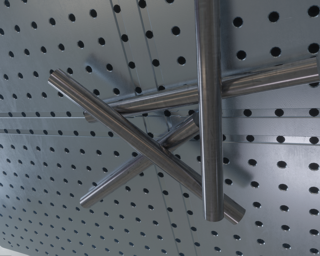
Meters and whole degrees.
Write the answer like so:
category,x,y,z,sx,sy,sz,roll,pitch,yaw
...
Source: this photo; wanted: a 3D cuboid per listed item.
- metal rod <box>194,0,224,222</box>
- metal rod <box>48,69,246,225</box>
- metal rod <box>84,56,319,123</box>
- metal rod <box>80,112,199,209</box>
category,x,y,z,sx,sy,sz,roll,pitch,yaw
metal rod,0.053,-0.035,0.328,0.025,0.025,0.298,4,110,26
metal rod,-0.019,0.022,0.401,0.300,0.025,0.025,37,129,3
metal rod,0.025,-0.038,0.374,0.300,0.025,0.025,-8,114,32
metal rod,-0.043,0.063,0.473,0.025,0.025,0.299,48,129,-5
